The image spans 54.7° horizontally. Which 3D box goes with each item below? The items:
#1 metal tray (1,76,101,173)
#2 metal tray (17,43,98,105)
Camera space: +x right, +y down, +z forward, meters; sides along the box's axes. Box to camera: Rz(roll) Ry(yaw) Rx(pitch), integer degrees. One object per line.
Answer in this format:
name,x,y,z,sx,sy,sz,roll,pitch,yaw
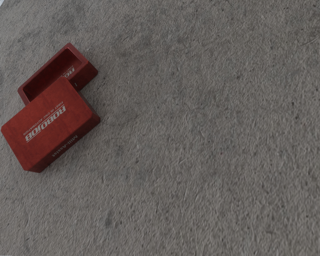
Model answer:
metal tray,-0.168,-0.005,0.475,0.130,0.030,0.090,-40,69,0
metal tray,-0.182,-0.082,0.546,0.130,0.030,0.090,-43,51,-2
